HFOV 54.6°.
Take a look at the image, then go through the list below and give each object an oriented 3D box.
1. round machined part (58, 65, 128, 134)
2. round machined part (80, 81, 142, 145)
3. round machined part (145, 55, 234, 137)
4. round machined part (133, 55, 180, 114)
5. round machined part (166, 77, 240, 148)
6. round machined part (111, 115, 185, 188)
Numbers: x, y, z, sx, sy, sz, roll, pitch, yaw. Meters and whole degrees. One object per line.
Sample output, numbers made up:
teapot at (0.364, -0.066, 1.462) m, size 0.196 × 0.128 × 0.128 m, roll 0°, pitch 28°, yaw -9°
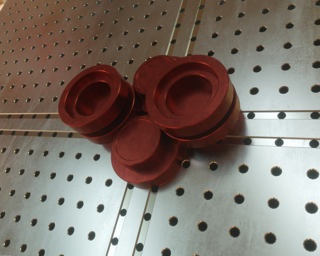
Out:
round machined part at (-0.086, -0.035, 0.423) m, size 0.098 × 0.042 × 0.098 m, roll -13°, pitch 56°, yaw 21°
round machined part at (-0.070, -0.020, 0.447) m, size 0.098 × 0.042 × 0.098 m, roll -13°, pitch 56°, yaw 21°
round machined part at (0.036, -0.033, 0.357) m, size 0.098 × 0.042 × 0.098 m, roll -13°, pitch 56°, yaw 21°
round machined part at (0.002, -0.063, 0.436) m, size 0.098 × 0.042 × 0.098 m, roll -13°, pitch 56°, yaw 21°
round machined part at (0.050, -0.019, 0.383) m, size 0.098 × 0.042 × 0.098 m, roll -13°, pitch 56°, yaw 21°
round machined part at (-0.021, 0.023, 0.394) m, size 0.098 × 0.042 × 0.098 m, roll -13°, pitch 56°, yaw 21°
